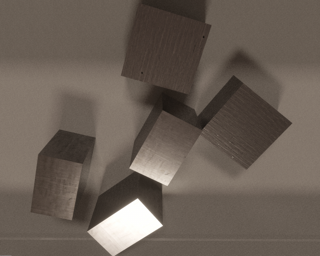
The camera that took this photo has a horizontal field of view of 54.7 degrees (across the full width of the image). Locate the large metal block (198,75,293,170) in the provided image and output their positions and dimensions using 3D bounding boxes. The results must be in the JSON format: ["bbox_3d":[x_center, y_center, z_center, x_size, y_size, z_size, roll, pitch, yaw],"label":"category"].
[{"bbox_3d":[0.103,-0.008,0.397,0.080,0.050,0.080,36,106,-13],"label":"large metal block"}]

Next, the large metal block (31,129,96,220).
[{"bbox_3d":[-0.123,0.058,0.402,0.050,0.080,0.079,13,110,-5],"label":"large metal block"}]

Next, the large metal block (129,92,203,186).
[{"bbox_3d":[0.006,0.011,0.386,0.050,0.080,0.080,27,108,-10],"label":"large metal block"}]

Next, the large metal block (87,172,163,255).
[{"bbox_3d":[-0.044,0.111,0.423,0.080,0.080,0.050,-35,107,12],"label":"large metal block"}]

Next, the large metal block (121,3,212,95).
[{"bbox_3d":[0.005,-0.093,0.364,0.081,0.050,0.079,15,109,-6],"label":"large metal block"}]
